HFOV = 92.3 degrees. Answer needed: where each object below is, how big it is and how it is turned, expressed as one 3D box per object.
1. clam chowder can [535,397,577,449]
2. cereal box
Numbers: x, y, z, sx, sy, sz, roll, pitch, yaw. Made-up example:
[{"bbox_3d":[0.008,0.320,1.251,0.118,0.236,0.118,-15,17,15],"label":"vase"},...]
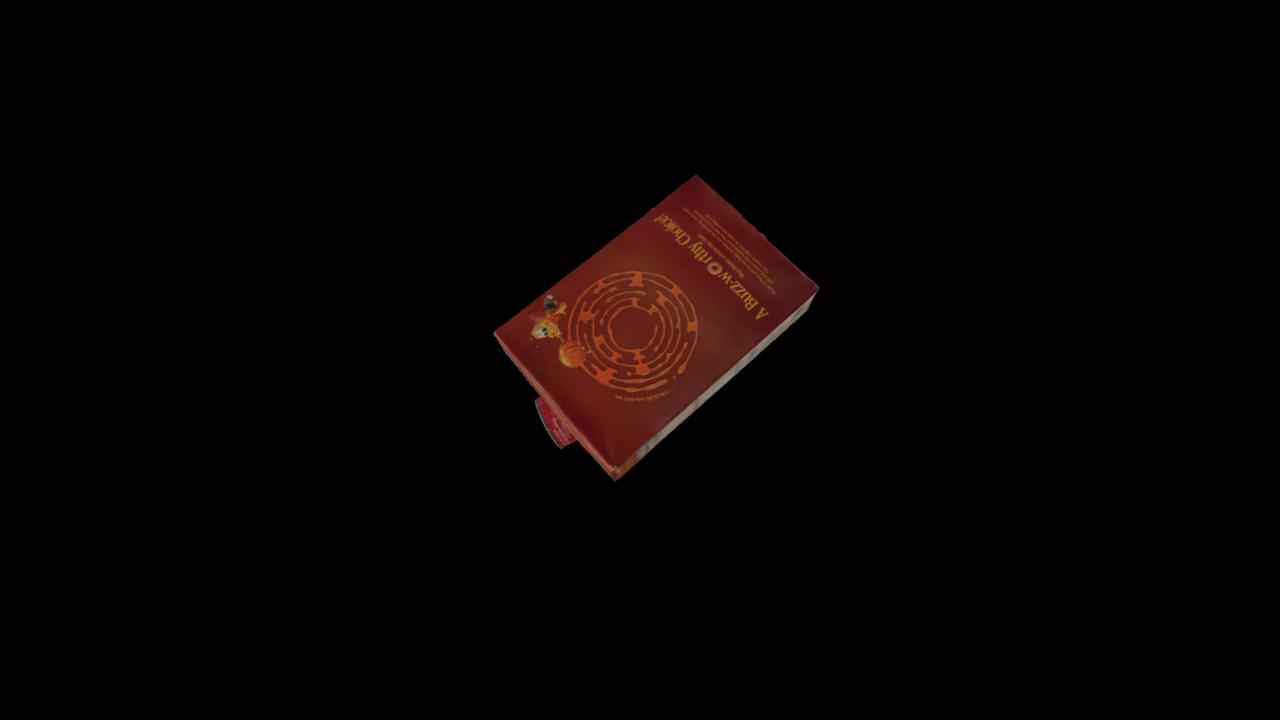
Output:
[{"bbox_3d":[-0.064,0.052,0.732,0.102,0.068,0.068,-28,1,-1],"label":"clam chowder can"},{"bbox_3d":[0.019,-0.042,0.693,0.306,0.203,0.081,-41,-15,-11],"label":"cereal box"}]
